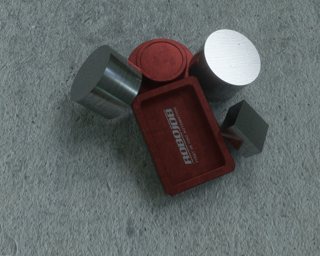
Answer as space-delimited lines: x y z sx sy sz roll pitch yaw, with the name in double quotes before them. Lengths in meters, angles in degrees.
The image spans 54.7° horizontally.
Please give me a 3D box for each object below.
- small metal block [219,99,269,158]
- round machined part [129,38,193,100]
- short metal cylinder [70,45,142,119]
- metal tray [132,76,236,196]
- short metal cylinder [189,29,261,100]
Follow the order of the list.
"small metal block" 0.107 0.001 0.391 0.050 0.025 0.050 43 49 -13
"round machined part" 0.002 -0.085 0.432 0.099 0.042 0.098 0 70 0
"short metal cylinder" -0.069 -0.057 0.394 0.050 0.080 0.080 32 66 -36
"metal tray" 0.027 0.009 0.392 0.091 0.030 0.129 -21 81 -8
"short metal cylinder" 0.086 -0.084 0.416 0.081 0.050 0.080 6 71 -17
